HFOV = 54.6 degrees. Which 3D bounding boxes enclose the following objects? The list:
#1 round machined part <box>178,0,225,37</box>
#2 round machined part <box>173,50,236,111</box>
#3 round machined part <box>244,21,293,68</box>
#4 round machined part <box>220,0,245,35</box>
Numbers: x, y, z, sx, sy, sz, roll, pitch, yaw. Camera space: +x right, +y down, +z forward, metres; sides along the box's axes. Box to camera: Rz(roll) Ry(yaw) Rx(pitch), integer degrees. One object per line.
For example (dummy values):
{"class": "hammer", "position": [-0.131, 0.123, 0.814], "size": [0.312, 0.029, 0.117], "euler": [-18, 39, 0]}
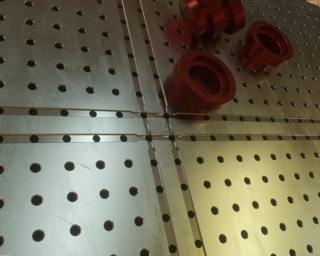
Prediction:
{"class": "round machined part", "position": [0.066, -0.198, 0.529], "size": [0.042, 0.098, 0.098], "euler": [-32, 77, -1]}
{"class": "round machined part", "position": [0.063, -0.067, 0.472], "size": [0.099, 0.042, 0.098], "euler": [13, 56, -21]}
{"class": "round machined part", "position": [0.204, -0.156, 0.602], "size": [0.099, 0.042, 0.098], "euler": [13, 56, -21]}
{"class": "round machined part", "position": [0.107, -0.211, 0.559], "size": [0.042, 0.098, 0.098], "euler": [-32, 77, -2]}
